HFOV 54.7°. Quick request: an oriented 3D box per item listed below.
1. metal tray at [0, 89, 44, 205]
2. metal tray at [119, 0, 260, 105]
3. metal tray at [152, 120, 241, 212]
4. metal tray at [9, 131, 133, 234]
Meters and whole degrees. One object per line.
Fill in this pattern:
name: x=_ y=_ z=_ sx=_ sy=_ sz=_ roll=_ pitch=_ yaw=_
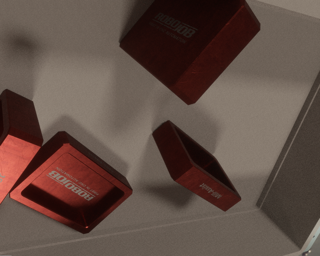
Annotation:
metal tray: x=-0.166 y=0.036 z=0.298 sx=0.030 sy=0.090 sz=0.130 roll=31 pitch=101 yaw=-38
metal tray: x=0.019 y=-0.088 z=0.298 sx=0.090 sy=0.130 sz=0.030 roll=-49 pitch=129 yaw=6
metal tray: x=0.052 y=0.053 z=0.427 sx=0.030 sy=0.090 sz=0.130 roll=-41 pitch=131 yaw=14
metal tray: x=-0.108 y=0.074 z=0.392 sx=0.090 sy=0.030 sz=0.130 roll=-42 pitch=130 yaw=1
